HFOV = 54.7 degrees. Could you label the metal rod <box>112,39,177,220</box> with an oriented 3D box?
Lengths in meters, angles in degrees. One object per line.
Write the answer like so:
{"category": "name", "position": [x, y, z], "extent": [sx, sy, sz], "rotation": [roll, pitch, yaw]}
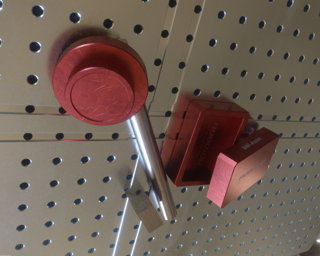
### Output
{"category": "metal rod", "position": [-0.016, 0.025, 0.419], "extent": [0.025, 0.025, 0.298], "rotation": [-25, 128, -13]}

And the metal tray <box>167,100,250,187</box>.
{"category": "metal tray", "position": [0.070, 0.026, 0.464], "extent": [0.091, 0.030, 0.129], "rotation": [3, 117, -30]}

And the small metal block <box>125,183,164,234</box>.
{"category": "small metal block", "position": [-0.023, 0.118, 0.457], "extent": [0.025, 0.050, 0.050], "rotation": [-31, 129, -9]}

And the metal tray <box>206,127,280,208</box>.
{"category": "metal tray", "position": [0.133, 0.060, 0.490], "extent": [0.131, 0.030, 0.089], "rotation": [-23, 134, -39]}

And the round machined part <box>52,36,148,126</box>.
{"category": "round machined part", "position": [-0.061, -0.041, 0.322], "extent": [0.099, 0.042, 0.097], "rotation": [-3, 127, -4]}
